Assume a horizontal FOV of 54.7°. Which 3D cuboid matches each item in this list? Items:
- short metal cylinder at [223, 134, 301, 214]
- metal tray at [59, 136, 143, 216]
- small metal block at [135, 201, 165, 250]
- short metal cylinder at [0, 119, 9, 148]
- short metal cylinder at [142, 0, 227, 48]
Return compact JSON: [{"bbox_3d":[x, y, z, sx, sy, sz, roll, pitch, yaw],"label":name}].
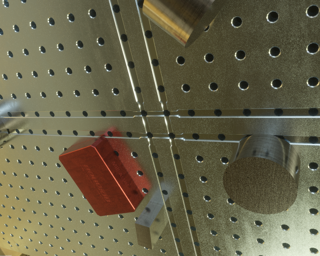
[{"bbox_3d":[0.120,0.054,0.365,0.080,0.050,0.079,13,124,21],"label":"short metal cylinder"},{"bbox_3d":[-0.097,0.083,0.511,0.090,0.030,0.130,-18,109,35],"label":"metal tray"},{"bbox_3d":[-0.015,0.157,0.500,0.025,0.050,0.050,10,123,23],"label":"small metal block"},{"bbox_3d":[-0.334,0.011,0.579,0.080,0.050,0.079,13,124,21],"label":"short metal cylinder"},{"bbox_3d":[0.029,-0.122,0.285,0.050,0.080,0.080,40,129,1],"label":"short metal cylinder"}]
